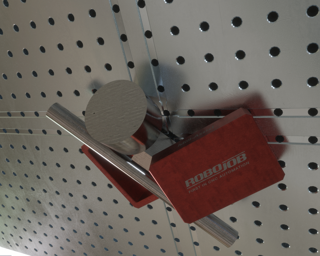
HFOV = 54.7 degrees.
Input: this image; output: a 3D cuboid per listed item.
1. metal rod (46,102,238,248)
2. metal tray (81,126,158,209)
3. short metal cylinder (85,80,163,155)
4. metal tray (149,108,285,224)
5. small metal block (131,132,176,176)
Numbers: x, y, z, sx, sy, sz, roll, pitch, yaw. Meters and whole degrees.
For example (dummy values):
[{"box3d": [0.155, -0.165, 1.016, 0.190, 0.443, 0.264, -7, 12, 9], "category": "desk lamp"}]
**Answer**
[{"box3d": [-0.027, 0.061, 0.419, 0.301, 0.025, 0.025, 35, 129, 4], "category": "metal rod"}, {"box3d": [-0.044, 0.052, 0.458, 0.130, 0.030, 0.090, 49, 129, -7], "category": "metal tray"}, {"box3d": [-0.043, -0.012, 0.378, 0.080, 0.080, 0.050, 8, 164, 24], "category": "short metal cylinder"}, {"box3d": [0.065, 0.046, 0.365, 0.130, 0.030, 0.090, -30, 103, 12], "category": "metal tray"}, {"box3d": [-0.001, 0.035, 0.411, 0.050, 0.050, 0.025, 35, 129, 5], "category": "small metal block"}]
